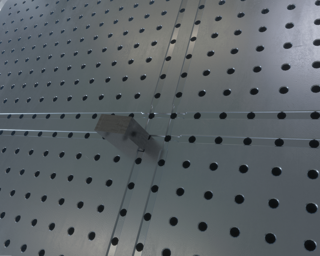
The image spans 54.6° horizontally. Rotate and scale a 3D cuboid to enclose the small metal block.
[{"bbox_3d":[-0.050,0.006,0.416,0.050,0.050,0.025,6,65,31],"label":"small metal block"}]
